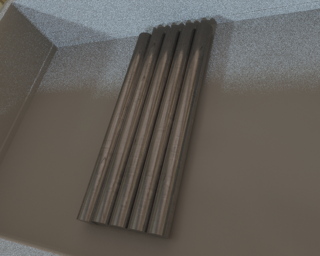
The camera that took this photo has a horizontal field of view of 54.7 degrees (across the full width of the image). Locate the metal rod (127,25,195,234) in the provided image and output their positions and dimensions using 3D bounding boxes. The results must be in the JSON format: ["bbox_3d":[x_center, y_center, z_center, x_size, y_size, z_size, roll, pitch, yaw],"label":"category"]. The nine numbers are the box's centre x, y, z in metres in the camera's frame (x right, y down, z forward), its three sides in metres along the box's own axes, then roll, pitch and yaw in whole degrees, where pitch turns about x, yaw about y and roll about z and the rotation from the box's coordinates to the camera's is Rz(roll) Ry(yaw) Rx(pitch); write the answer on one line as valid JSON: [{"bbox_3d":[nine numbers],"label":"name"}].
[{"bbox_3d":[0.010,-0.016,0.409,0.025,0.025,0.300,0,62,28],"label":"metal rod"}]

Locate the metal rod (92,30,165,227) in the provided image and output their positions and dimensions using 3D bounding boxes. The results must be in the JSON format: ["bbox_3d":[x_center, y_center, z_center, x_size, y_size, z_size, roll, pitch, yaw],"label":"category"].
[{"bbox_3d":[-0.035,-0.017,0.433,0.025,0.025,0.300,0,62,28],"label":"metal rod"}]

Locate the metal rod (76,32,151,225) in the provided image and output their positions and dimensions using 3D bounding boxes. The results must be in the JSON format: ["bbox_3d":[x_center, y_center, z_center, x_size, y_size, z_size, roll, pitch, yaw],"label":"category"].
[{"bbox_3d":[-0.057,-0.016,0.444,0.025,0.025,0.300,0,62,28],"label":"metal rod"}]

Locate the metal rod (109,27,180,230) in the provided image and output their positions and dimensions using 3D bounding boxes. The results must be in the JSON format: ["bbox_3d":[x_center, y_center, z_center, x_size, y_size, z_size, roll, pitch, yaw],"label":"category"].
[{"bbox_3d":[-0.013,-0.016,0.421,0.025,0.025,0.300,0,62,28],"label":"metal rod"}]

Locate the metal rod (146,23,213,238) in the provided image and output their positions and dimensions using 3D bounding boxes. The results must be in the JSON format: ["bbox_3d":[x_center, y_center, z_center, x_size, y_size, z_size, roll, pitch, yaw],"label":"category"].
[{"bbox_3d":[0.032,-0.015,0.397,0.025,0.025,0.300,0,62,28],"label":"metal rod"}]
